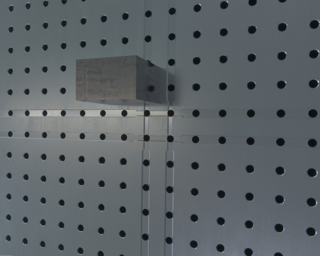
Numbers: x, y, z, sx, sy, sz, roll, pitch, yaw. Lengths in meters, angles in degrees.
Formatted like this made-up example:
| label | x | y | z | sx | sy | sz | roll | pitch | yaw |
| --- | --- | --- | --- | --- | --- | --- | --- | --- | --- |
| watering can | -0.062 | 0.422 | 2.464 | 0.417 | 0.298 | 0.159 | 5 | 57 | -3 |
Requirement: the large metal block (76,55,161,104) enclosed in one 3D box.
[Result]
| label | x | y | z | sx | sy | sz | roll | pitch | yaw |
| --- | --- | --- | --- | --- | --- | --- | --- | --- | --- |
| large metal block | -0.051 | -0.058 | 0.402 | 0.080 | 0.080 | 0.050 | 1 | 90 | 20 |
